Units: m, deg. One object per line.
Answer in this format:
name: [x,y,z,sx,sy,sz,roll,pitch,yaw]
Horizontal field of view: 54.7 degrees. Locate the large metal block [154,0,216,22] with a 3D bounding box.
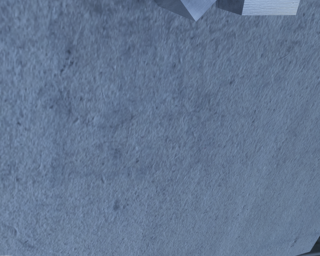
large metal block: [0.009,-0.153,0.283,0.050,0.080,0.080,-46,130,4]

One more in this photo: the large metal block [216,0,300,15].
large metal block: [0.117,-0.174,0.349,0.081,0.050,0.079,-10,123,-24]
